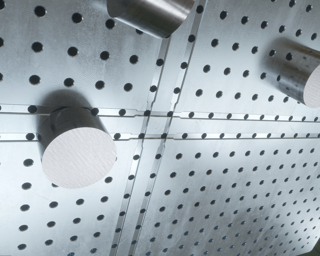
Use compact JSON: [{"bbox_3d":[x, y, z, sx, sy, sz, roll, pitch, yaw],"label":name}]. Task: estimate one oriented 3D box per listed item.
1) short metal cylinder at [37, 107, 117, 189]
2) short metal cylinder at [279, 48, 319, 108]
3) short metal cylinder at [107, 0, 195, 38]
[{"bbox_3d":[-0.096,0.022,0.356,0.081,0.050,0.079,-14,124,-21],"label":"short metal cylinder"},{"bbox_3d":[0.232,-0.077,0.474,0.081,0.050,0.079,-14,124,-21],"label":"short metal cylinder"},{"bbox_3d":[-0.008,-0.132,0.290,0.050,0.080,0.080,15,111,-35],"label":"short metal cylinder"}]
